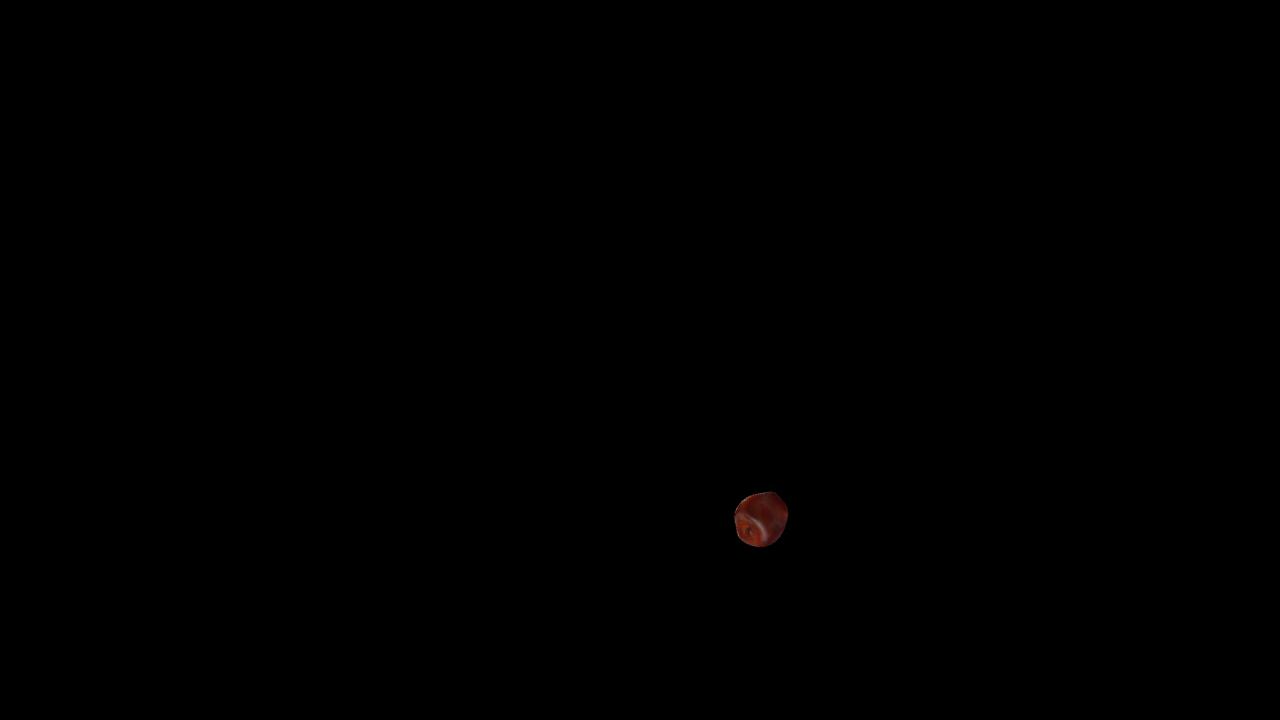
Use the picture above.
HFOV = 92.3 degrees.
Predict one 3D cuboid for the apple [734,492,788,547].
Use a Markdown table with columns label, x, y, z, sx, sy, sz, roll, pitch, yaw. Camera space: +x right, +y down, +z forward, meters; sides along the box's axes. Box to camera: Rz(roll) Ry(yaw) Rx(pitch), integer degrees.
| label | x | y | z | sx | sy | sz | roll | pitch | yaw |
| --- | --- | --- | --- | --- | --- | --- | --- | --- | --- |
| apple | 0.189 | 0.245 | 0.952 | 0.079 | 0.079 | 0.093 | 0 | 17 | 41 |
